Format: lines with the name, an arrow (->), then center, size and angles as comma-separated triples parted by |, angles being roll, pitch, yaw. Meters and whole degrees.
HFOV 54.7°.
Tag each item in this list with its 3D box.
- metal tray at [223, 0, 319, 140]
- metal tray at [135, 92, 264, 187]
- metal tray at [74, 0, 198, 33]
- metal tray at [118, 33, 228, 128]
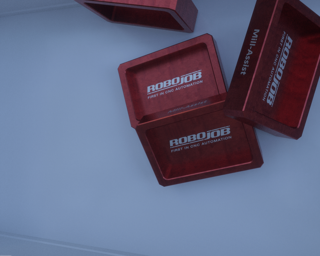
metal tray -> 0.125, -0.062, 0.323 | 0.030, 0.091, 0.129 | 13, 85, 61
metal tray -> 0.047, 0.015, 0.372 | 0.130, 0.030, 0.090 | -15, 109, 19
metal tray -> -0.027, -0.153, 0.385 | 0.130, 0.090, 0.030 | 14, 95, 19
metal tray -> 0.017, -0.056, 0.401 | 0.130, 0.030, 0.090 | -15, 85, 19
